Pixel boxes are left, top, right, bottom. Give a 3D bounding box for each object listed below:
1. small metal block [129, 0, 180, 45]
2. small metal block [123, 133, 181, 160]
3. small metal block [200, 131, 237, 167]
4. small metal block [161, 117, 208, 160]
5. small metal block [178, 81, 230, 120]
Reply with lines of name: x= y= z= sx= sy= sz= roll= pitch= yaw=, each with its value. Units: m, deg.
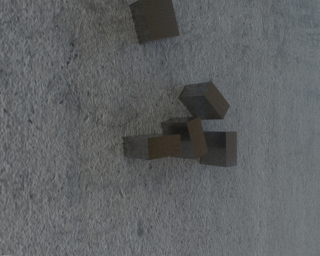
small metal block: x=-0.006 y=-0.138 z=0.399 sx=0.050 sy=0.025 sz=0.050 roll=-24 pitch=105 yaw=-38
small metal block: x=-0.010 y=0.022 z=0.380 sx=0.050 sy=0.050 sz=0.025 roll=-6 pitch=94 yaw=-40
small metal block: x=0.086 y=0.030 z=0.460 sx=0.025 sy=0.050 sz=0.050 roll=-1 pitch=91 yaw=-40
small metal block: x=0.032 y=0.013 z=0.415 sx=0.025 sy=0.050 sz=0.050 roll=-24 pitch=105 yaw=-38
small metal block: x=0.062 y=-0.037 z=0.440 sx=0.050 sy=0.050 sz=0.025 roll=46 pitch=63 yaw=-31
